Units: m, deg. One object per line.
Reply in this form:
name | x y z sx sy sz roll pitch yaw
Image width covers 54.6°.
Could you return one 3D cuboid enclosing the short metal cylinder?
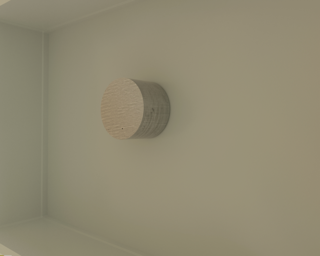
short metal cylinder | -0.034 -0.025 0.417 0.080 0.050 0.080 0 90 40
